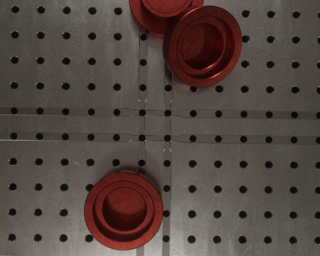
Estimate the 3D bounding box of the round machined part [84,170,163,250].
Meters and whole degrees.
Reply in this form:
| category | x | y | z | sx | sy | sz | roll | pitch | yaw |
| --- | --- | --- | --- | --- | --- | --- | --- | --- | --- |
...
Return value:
| category | x | y | z | sx | sy | sz | roll | pitch | yaw |
| --- | --- | --- | --- | --- | --- | --- | --- | --- | --- |
| round machined part | -0.045 | 0.103 | 0.404 | 0.099 | 0.042 | 0.097 | 0 | 90 | -1 |

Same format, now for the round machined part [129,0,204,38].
| category | x | y | z | sx | sy | sz | roll | pitch | yaw |
| --- | --- | --- | --- | --- | --- | --- | --- | --- | --- |
| round machined part | 0.008 | -0.171 | 0.405 | 0.099 | 0.042 | 0.097 | 0 | 90 | -1 |

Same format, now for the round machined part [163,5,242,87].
| category | x | y | z | sx | sy | sz | roll | pitch | yaw |
| --- | --- | --- | --- | --- | --- | --- | --- | --- | --- |
| round machined part | 0.050 | -0.104 | 0.392 | 0.099 | 0.042 | 0.097 | -8 | 117 | -16 |
